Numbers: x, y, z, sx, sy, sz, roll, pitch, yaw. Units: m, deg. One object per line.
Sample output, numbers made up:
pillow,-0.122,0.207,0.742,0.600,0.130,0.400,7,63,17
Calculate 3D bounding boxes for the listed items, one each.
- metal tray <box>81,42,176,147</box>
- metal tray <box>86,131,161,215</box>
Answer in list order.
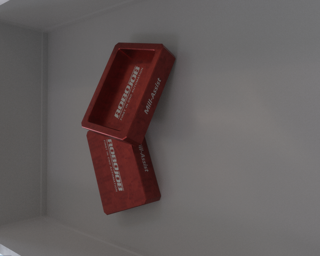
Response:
metal tray,-0.043,-0.048,0.411,0.090,0.030,0.130,14,79,39
metal tray,-0.056,0.052,0.450,0.090,0.030,0.129,-26,74,37
